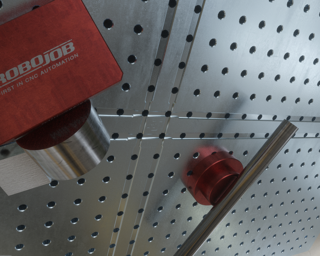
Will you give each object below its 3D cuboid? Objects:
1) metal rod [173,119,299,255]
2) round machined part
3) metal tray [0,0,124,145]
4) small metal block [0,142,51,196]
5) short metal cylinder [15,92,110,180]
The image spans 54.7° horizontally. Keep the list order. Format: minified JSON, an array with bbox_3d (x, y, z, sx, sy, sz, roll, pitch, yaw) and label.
[{"bbox_3d":[0.110,0.113,0.488,0.025,0.025,0.299,28,103,-38],"label":"metal rod"},{"bbox_3d":[0.099,0.092,0.514,0.099,0.042,0.097,-14,125,-21],"label":"round machined part"},{"bbox_3d":[-0.112,-0.054,0.286,0.131,0.030,0.090,-30,97,-10],"label":"metal tray"},{"bbox_3d":[-0.156,0.043,0.346,0.050,0.025,0.050,-18,127,-1],"label":"small metal block"},{"bbox_3d":[-0.099,0.007,0.323,0.080,0.080,0.050,-30,135,-9],"label":"short metal cylinder"}]
